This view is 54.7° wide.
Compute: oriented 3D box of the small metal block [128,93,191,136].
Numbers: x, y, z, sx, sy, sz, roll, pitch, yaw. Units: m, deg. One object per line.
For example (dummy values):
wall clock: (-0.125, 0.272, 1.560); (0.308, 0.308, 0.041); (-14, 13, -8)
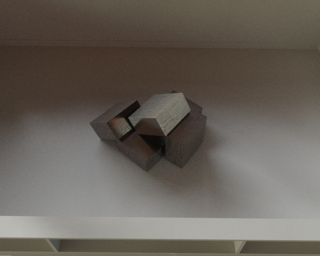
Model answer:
small metal block: (-0.001, -0.017, 0.369); (0.050, 0.025, 0.050); (3, 40, 48)

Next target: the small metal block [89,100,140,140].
small metal block: (-0.054, -0.010, 0.395); (0.050, 0.025, 0.050); (-41, 23, -28)

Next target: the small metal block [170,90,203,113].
small metal block: (0.021, -0.018, 0.418); (0.050, 0.025, 0.050); (35, 58, 25)

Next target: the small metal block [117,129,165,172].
small metal block: (-0.018, 0.019, 0.387); (0.050, 0.025, 0.050); (35, 58, 25)

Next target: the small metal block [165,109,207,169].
small metal block: (0.031, 0.013, 0.376); (0.025, 0.050, 0.050); (29, 56, 21)
